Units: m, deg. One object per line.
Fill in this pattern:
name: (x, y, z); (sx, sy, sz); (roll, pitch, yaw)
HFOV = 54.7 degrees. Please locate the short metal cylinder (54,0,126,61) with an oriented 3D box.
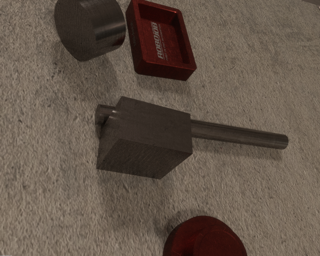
short metal cylinder: (-0.091, -0.133, 0.402); (0.080, 0.080, 0.050); (50, 51, 6)

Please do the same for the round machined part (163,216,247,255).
round machined part: (0.056, 0.144, 0.337); (0.099, 0.042, 0.098); (14, 56, -21)

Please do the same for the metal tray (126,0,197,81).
metal tray: (0.000, -0.139, 0.487); (0.091, 0.030, 0.130); (4, 60, -27)

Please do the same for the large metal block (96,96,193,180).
large metal block: (-0.019, 0.015, 0.350); (0.081, 0.080, 0.050); (13, 56, -21)

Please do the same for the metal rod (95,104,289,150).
metal rod: (0.061, 0.003, 0.436); (0.302, 0.025, 0.025); (8, 58, -24)
